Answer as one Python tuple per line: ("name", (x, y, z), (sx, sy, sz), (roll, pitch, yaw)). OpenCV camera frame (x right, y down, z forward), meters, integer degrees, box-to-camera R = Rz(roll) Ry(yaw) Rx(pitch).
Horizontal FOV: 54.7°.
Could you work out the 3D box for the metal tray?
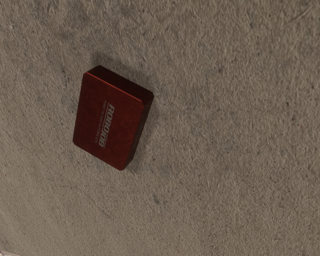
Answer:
("metal tray", (-0.069, -0.011, 0.432), (0.090, 0.030, 0.129), (28, 128, 9))
